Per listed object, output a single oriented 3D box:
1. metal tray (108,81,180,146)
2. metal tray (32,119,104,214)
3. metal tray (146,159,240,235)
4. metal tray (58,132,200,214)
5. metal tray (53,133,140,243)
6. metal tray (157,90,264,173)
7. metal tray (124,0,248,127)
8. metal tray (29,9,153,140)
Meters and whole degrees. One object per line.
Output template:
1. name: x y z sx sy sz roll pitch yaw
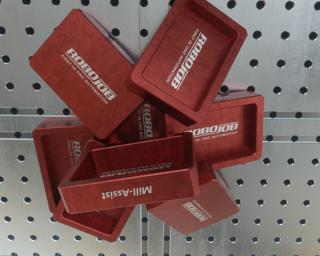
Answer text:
1. metal tray: -0.019 0.005 0.412 0.090 0.030 0.129 -5 108 0
2. metal tray: -0.115 0.054 0.430 0.090 0.030 0.129 -4 109 1
3. metal tray: 0.046 0.097 0.411 0.090 0.030 0.130 -27 141 10
4. metal tray: -0.027 0.043 0.325 0.130 0.090 0.030 -10 110 8
5. metal tray: -0.073 0.080 0.407 0.090 0.030 0.129 25 108 -9
6. metal tray: 0.066 0.007 0.394 0.131 0.030 0.089 -10 111 -15
7. metal tray: 0.032 -0.078 0.346 0.090 0.030 0.130 32 74 -11
8. metal tray: -0.079 -0.062 0.369 0.090 0.030 0.130 -43 89 14
